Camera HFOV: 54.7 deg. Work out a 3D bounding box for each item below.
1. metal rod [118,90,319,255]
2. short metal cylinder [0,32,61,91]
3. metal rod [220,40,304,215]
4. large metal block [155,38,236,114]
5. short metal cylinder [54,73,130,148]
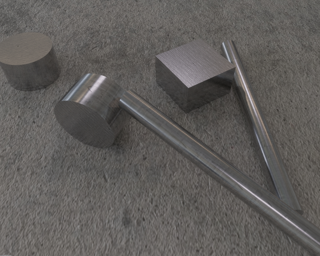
[{"bbox_3d":[0.076,0.054,0.323,0.300,0.025,0.025,37,59,14],"label":"metal rod"},{"bbox_3d":[-0.198,-0.101,0.471,0.081,0.050,0.080,0,50,0],"label":"short metal cylinder"},{"bbox_3d":[0.126,-0.023,0.423,0.025,0.025,0.300,-4,50,-3],"label":"metal rod"},{"bbox_3d":[0.049,-0.078,0.453,0.081,0.050,0.080,-26,55,-20],"label":"large metal block"},{"bbox_3d":[-0.081,-0.020,0.384,0.080,0.080,0.050,17,52,14],"label":"short metal cylinder"}]
